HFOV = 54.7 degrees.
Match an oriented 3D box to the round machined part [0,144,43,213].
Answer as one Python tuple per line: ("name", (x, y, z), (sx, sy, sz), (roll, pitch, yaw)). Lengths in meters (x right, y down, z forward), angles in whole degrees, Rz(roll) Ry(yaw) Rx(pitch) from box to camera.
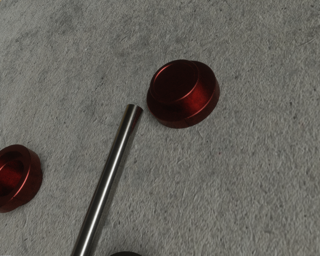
("round machined part", (-0.214, 0.077, 0.456), (0.098, 0.042, 0.098), (-13, 56, 20))

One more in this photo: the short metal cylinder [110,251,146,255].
("short metal cylinder", (-0.025, 0.165, 0.298), (0.080, 0.050, 0.080), (-13, 56, 20))

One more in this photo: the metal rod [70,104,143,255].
("metal rod", (-0.077, 0.104, 0.378), (0.025, 0.025, 0.300), (4, 63, 29))

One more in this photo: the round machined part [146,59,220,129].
("round machined part", (0.026, -0.051, 0.410), (0.098, 0.042, 0.098), (-13, 56, 20))
